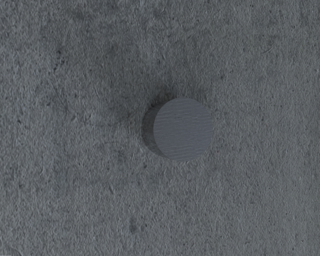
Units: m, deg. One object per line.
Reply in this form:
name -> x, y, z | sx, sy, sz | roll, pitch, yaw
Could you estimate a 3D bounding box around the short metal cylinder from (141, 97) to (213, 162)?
short metal cylinder -> 0.021, 0.002, 0.406 | 0.081, 0.050, 0.079 | 0, 90, -21
